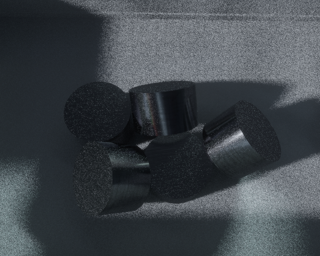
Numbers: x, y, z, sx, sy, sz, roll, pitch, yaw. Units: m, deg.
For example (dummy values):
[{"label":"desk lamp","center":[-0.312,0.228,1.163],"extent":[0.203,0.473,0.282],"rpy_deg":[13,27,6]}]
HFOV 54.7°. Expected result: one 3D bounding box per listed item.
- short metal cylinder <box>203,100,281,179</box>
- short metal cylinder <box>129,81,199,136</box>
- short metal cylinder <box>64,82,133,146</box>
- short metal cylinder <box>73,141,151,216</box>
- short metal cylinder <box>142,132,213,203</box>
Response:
[{"label":"short metal cylinder","center":[0.097,0.014,0.369],"extent":[0.080,0.050,0.080],"rpy_deg":[27,44,-30]},{"label":"short metal cylinder","center":[0.005,-0.026,0.381],"extent":[0.081,0.080,0.050],"rpy_deg":[-8,106,-3]},{"label":"short metal cylinder","center":[-0.076,-0.012,0.397],"extent":[0.081,0.050,0.080],"rpy_deg":[0,70,0]},{"label":"short metal cylinder","center":[-0.056,0.056,0.351],"extent":[0.050,0.080,0.080],"rpy_deg":[7,63,-43]},{"label":"short metal cylinder","center":[0.020,0.049,0.377],"extent":[0.081,0.050,0.080],"rpy_deg":[0,70,0]}]
